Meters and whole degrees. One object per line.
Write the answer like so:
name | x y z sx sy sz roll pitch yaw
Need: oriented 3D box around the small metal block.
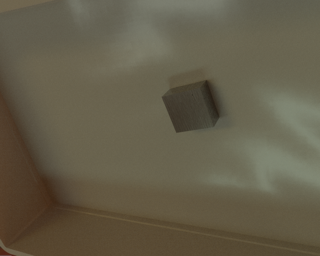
small metal block | 0.037 -0.025 0.373 0.050 0.025 0.050 -10 114 32
